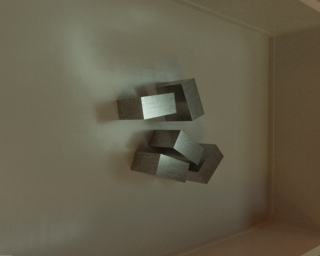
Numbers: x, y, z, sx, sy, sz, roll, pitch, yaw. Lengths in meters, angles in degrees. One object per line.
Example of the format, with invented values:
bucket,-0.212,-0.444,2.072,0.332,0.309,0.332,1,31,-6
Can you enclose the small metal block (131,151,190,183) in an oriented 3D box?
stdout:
small metal block,0.000,0.049,0.393,0.050,0.050,0.025,22,76,-38

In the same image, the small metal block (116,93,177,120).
small metal block,-0.017,-0.026,0.378,0.050,0.050,0.025,-13,99,-40

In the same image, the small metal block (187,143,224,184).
small metal block,0.053,0.049,0.438,0.050,0.050,0.025,-52,121,-27

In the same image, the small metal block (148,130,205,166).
small metal block,0.021,0.025,0.411,0.050,0.050,0.025,37,67,-34

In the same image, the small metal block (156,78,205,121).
small metal block,0.027,-0.037,0.415,0.025,0.050,0.050,-29,109,-37
